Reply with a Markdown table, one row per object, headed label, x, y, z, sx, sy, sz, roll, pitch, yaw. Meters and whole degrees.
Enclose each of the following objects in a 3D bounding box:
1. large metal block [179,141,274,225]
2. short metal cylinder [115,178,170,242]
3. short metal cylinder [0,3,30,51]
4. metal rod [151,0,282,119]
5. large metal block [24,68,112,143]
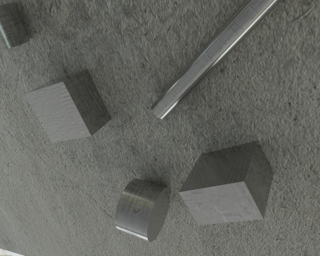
| label | x | y | z | sx | sy | sz | roll | pitch | yaw |
| --- | --- | --- | --- | --- | --- | --- | --- | --- | --- |
| large metal block | 0.081 | 0.065 | 0.369 | 0.080 | 0.080 | 0.050 | -18 | 109 | 35 |
| short metal cylinder | -0.023 | 0.120 | 0.458 | 0.050 | 0.080 | 0.079 | 14 | 124 | 20 |
| short metal cylinder | -0.222 | -0.129 | 0.408 | 0.080 | 0.080 | 0.050 | 0 | 119 | 28 |
| metal rod | 0.081 | -0.104 | 0.299 | 0.025 | 0.025 | 0.298 | 43 | 129 | -2 |
| large metal block | -0.129 | -0.030 | 0.440 | 0.080 | 0.050 | 0.080 | -10 | 114 | 32 |
